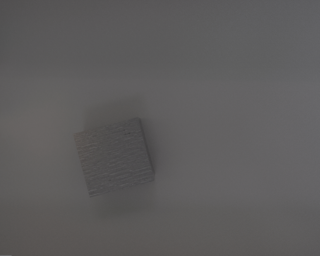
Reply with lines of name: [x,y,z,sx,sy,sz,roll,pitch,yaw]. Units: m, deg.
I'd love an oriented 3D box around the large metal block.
large metal block: [-0.056,0.035,0.399,0.080,0.050,0.080,-15,90,0]
